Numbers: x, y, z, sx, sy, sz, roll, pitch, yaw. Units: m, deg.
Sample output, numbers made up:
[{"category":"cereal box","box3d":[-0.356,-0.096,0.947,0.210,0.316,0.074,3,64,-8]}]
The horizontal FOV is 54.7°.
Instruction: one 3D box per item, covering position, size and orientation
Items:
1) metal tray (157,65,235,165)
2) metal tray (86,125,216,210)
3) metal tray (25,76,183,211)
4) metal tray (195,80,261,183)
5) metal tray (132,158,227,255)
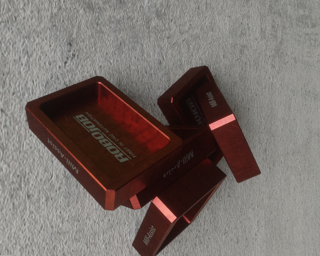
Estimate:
[{"category":"metal tray","box3d":[0.061,-0.014,0.456,0.090,0.030,0.130,-46,118,-30]},{"category":"metal tray","box3d":[-0.009,0.037,0.358,0.131,0.090,0.030,-31,110,-36]},{"category":"metal tray","box3d":[-0.055,0.006,0.300,0.091,0.130,0.030,-31,148,-36]},{"category":"metal tray","box3d":[0.085,-0.001,0.407,0.090,0.030,0.130,59,12,-24]},{"category":"metal tray","box3d":[0.020,0.100,0.368,0.091,0.030,0.129,-31,154,-35]}]
